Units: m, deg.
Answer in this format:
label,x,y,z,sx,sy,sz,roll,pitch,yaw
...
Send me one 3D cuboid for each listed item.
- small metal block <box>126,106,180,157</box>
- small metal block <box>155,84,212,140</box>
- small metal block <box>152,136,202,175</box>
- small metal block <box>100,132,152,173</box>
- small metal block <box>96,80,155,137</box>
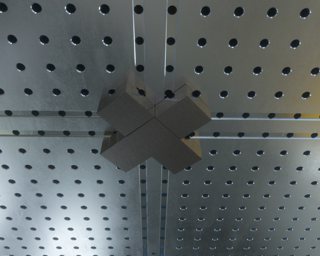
label,x,y,z,sx,sy,sz,roll,pitch,yaw
small metal block,-0.009,0.006,0.415,0.050,0.025,0.050,-34,123,25
small metal block,0.029,-0.019,0.395,0.050,0.025,0.050,-34,123,25
small metal block,0.024,0.034,0.441,0.050,0.025,0.050,-33,123,25
small metal block,-0.047,0.030,0.437,0.050,0.025,0.050,-34,123,25
small metal block,-0.042,-0.023,0.391,0.050,0.025,0.050,-33,123,25
